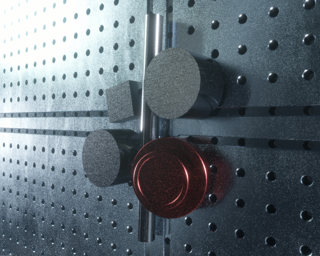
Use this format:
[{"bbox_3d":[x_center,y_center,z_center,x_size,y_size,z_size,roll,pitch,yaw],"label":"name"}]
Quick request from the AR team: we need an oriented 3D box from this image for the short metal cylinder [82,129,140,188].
[{"bbox_3d":[-0.066,0.041,0.442,0.080,0.050,0.079,0,90,40],"label":"short metal cylinder"}]

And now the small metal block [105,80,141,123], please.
[{"bbox_3d":[-0.050,-0.037,0.445,0.050,0.025,0.050,-14,81,39],"label":"small metal block"}]

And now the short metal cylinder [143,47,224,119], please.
[{"bbox_3d":[0.027,-0.050,0.365,0.080,0.050,0.079,0,90,40],"label":"short metal cylinder"}]

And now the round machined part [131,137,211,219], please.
[{"bbox_3d":[0.008,0.060,0.371,0.098,0.042,0.097,0,89,24],"label":"round machined part"}]

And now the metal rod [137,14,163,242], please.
[{"bbox_3d":[-0.014,0.001,0.415,0.025,0.025,0.298,4,92,40],"label":"metal rod"}]
